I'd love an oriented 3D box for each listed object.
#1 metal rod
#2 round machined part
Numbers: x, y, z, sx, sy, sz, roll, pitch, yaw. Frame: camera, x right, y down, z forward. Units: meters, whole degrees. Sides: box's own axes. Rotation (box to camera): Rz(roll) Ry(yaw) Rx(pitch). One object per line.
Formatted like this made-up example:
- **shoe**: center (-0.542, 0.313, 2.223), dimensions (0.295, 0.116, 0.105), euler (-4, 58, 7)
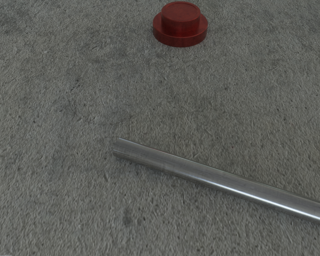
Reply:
- **metal rod**: center (0.088, 0.066, 0.348), dimensions (0.301, 0.025, 0.025), euler (17, 52, 13)
- **round machined part**: center (0.036, -0.190, 0.552), dimensions (0.099, 0.042, 0.098), euler (0, 50, 0)
